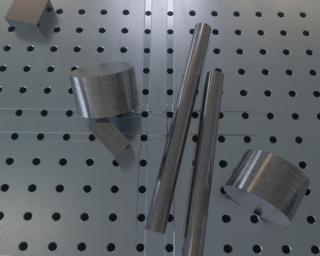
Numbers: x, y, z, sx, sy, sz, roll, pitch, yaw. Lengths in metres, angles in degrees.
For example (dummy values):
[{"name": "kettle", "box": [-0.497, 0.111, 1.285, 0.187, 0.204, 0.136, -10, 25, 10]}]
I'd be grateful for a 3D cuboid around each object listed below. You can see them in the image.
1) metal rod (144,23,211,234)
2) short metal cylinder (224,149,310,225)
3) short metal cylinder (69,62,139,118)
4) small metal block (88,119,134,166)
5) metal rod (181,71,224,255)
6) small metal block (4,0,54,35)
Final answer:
[{"name": "metal rod", "box": [0.029, -0.014, 0.416, 0.025, 0.025, 0.299, 13, 70, 4]}, {"name": "short metal cylinder", "box": [0.122, 0.068, 0.358, 0.080, 0.080, 0.050, 31, 73, 10]}, {"name": "short metal cylinder", "box": [-0.069, -0.050, 0.394, 0.081, 0.080, 0.050, -8, 113, -3]}, {"name": "small metal block", "box": [-0.060, 0.017, 0.392, 0.025, 0.050, 0.050, -42, 75, -13]}, {"name": "metal rod", "box": [0.053, 0.064, 0.388, 0.025, 0.025, 0.299, 9, 70, 3]}, {"name": "small metal block", "box": [-0.199, -0.175, 0.474, 0.050, 0.025, 0.050, 13, 70, 4]}]
